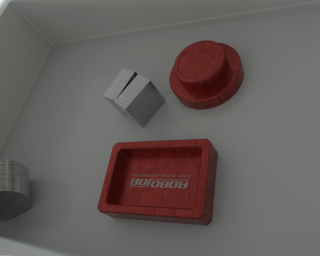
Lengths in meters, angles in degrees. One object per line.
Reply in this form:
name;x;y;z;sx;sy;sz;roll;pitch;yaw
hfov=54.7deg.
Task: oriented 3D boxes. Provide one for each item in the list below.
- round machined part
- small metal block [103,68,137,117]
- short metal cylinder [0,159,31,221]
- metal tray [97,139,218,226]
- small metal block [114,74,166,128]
round machined part;0.057;-0.077;0.411;0.098;0.042;0.098;-13;56;20
small metal block;-0.046;-0.049;0.442;0.025;0.050;0.050;22;73;36
short metal cylinder;-0.225;0.088;0.432;0.080;0.080;0.050;-29;52;9
metal tray;-0.003;0.061;0.364;0.130;0.030;0.090;-4;60;26
small metal block;-0.026;-0.036;0.424;0.025;0.050;0.050;33;80;38
